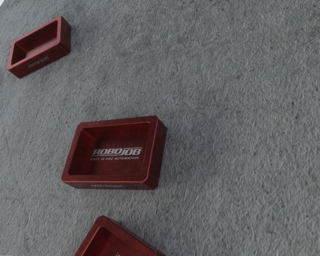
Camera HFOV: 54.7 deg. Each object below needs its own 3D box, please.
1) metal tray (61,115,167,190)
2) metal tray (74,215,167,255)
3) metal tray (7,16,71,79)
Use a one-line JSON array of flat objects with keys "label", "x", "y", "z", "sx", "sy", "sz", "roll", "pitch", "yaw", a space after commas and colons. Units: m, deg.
[{"label": "metal tray", "x": -0.061, "y": 0.034, "z": 0.411, "sx": 0.130, "sy": 0.030, "sz": 0.090, "roll": -4, "pitch": 60, "yaw": 26}, {"label": "metal tray", "x": -0.062, "y": 0.172, "z": 0.327, "sx": 0.090, "sy": 0.030, "sz": 0.130, "roll": 21, "pitch": 73, "yaw": 36}, {"label": "metal tray", "x": -0.244, "y": -0.164, "z": 0.629, "sx": 0.130, "sy": 0.030, "sz": 0.090, "roll": -22, "pitch": 54, "yaw": 15}]
